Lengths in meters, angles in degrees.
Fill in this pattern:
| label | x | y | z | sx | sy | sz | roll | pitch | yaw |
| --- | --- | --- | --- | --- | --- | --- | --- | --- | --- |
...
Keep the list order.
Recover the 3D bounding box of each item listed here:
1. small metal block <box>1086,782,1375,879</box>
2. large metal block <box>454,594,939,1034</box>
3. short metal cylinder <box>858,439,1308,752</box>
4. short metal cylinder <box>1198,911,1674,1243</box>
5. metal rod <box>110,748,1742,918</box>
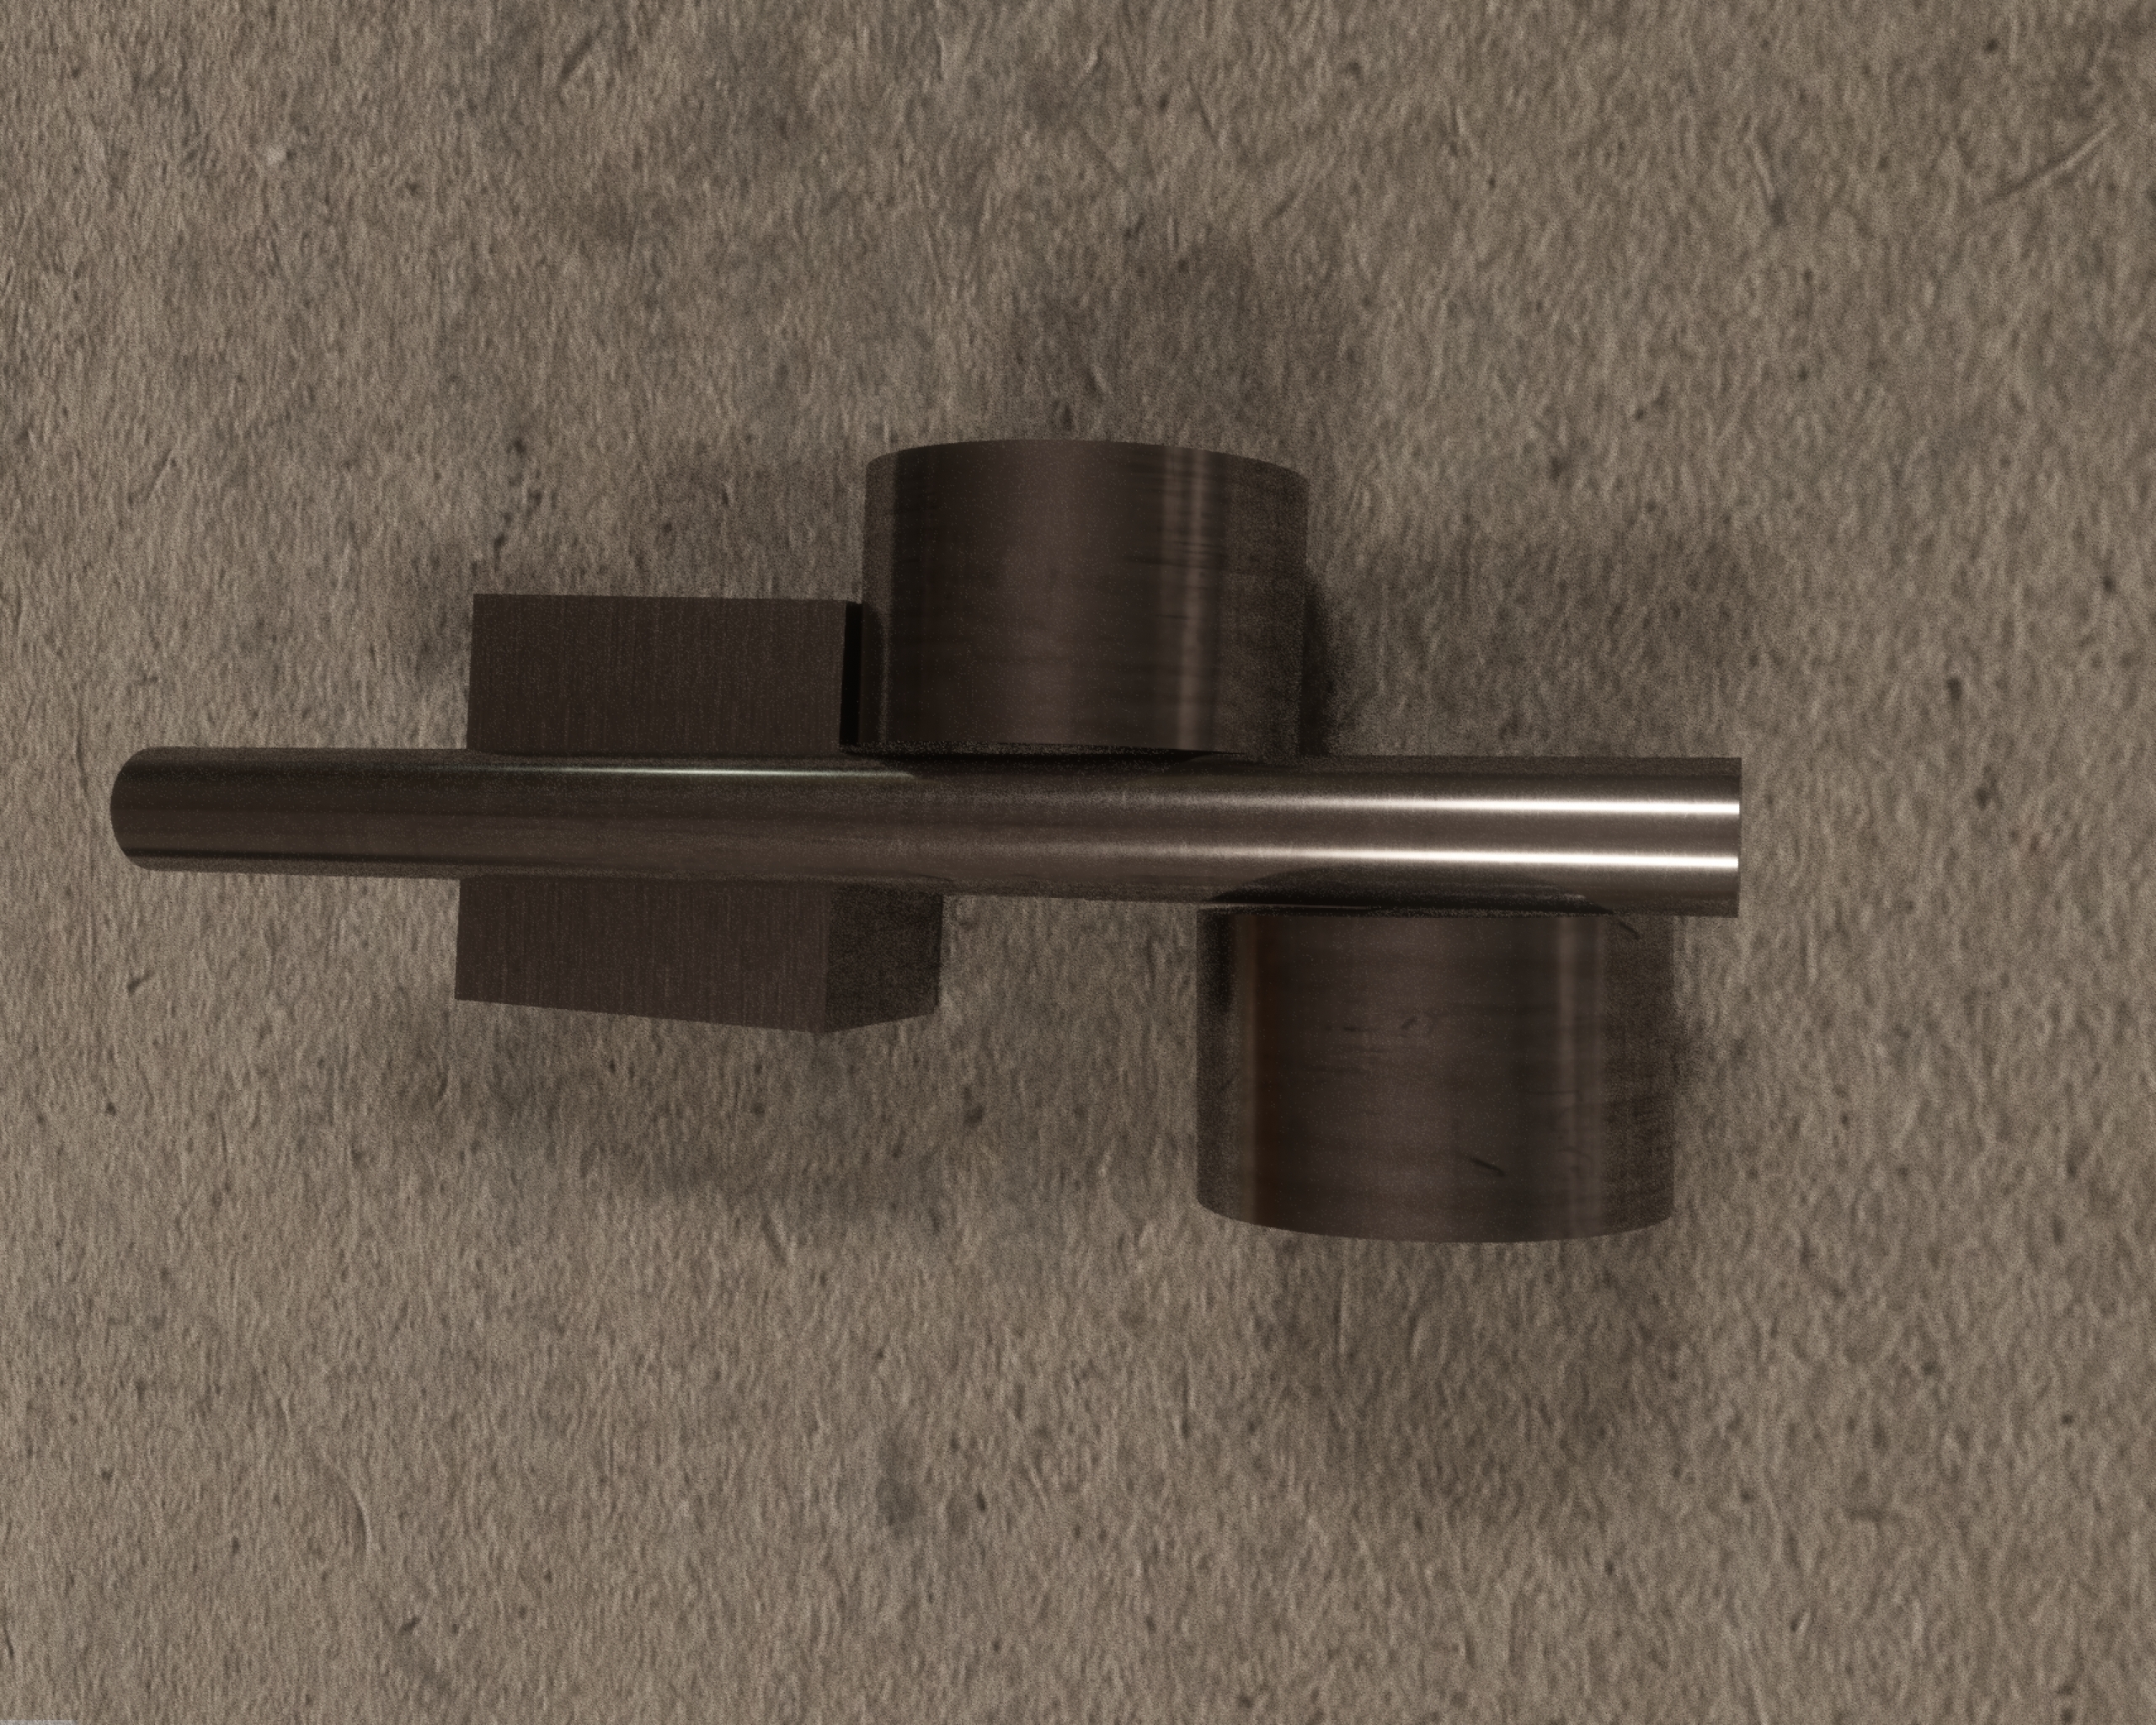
| label | x | y | z | sx | sy | sz | roll | pitch | yaw |
| --- | --- | --- | --- | --- | --- | --- | --- | --- | --- |
| small metal block | 0.034 | -0.005 | 0.383 | 0.050 | 0.050 | 0.025 | 1 | 91 | 19 |
| large metal block | -0.074 | -0.011 | 0.418 | 0.080 | 0.050 | 0.079 | 3 | 91 | 19 |
| short metal cylinder | 0.001 | -0.045 | 0.381 | 0.080 | 0.080 | 0.050 | 2 | 91 | 19 |
| short metal cylinder | 0.061 | 0.033 | 0.359 | 0.080 | 0.080 | 0.050 | 0 | 90 | 19 |
| metal rod | -0.041 | -0.007 | 0.369 | 0.301 | 0.025 | 0.025 | 1 | 91 | 18 |
